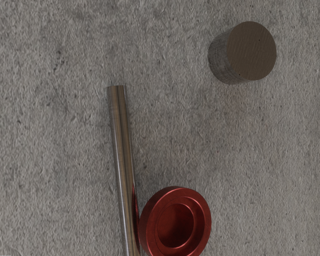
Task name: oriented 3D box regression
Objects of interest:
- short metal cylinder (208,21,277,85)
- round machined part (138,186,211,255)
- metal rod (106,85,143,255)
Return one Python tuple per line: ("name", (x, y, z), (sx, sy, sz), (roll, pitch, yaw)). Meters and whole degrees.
("short metal cylinder", (0.116, -0.104, 0.440), (0.081, 0.050, 0.079), (0, 90, -21))
("round machined part", (0.015, 0.124, 0.401), (0.099, 0.042, 0.097), (1, 87, -31))
("metal rod", (-0.040, 0.096, 0.395), (0.025, 0.025, 0.298), (-6, 92, -20))
